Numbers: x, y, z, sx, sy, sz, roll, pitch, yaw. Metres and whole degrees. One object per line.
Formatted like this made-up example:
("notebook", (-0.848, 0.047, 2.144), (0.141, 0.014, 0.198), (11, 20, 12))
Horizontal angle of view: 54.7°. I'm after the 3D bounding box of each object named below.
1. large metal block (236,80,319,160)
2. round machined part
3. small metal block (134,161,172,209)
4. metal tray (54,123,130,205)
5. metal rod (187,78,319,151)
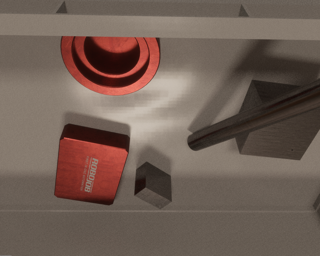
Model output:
("large metal block", (0.146, -0.009, 0.388), (0.081, 0.050, 0.079), (6, 130, -6))
("round machined part", (-0.049, -0.086, 0.324), (0.099, 0.042, 0.097), (-1, 130, 0))
("small metal block", (-0.010, 0.086, 0.466), (0.050, 0.050, 0.025), (34, 122, -26))
("metal tray", (-0.102, 0.058, 0.454), (0.091, 0.030, 0.129), (12, 129, -11))
("metal rod", (0.122, -0.020, 0.306), (0.025, 0.025, 0.299), (26, 153, -21))
